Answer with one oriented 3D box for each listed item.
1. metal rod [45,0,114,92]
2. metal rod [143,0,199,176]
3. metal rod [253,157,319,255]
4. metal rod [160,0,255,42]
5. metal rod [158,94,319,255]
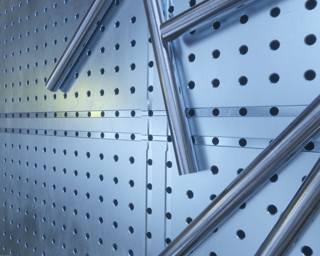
[{"bbox_3d":[-0.113,-0.172,0.504,0.299,0.025,0.025,-47,62,29],"label":"metal rod"},{"bbox_3d":[0.007,-0.088,0.404,0.025,0.025,0.299,-19,78,38],"label":"metal rod"},{"bbox_3d":[0.127,0.098,0.305,0.025,0.025,0.298,38,113,33],"label":"metal rod"},{"bbox_3d":[0.123,-0.154,0.300,0.299,0.025,0.025,-16,80,36],"label":"metal rod"},{"bbox_3d":[0.084,0.072,0.340,0.025,0.025,0.299,52,120,27],"label":"metal rod"}]
